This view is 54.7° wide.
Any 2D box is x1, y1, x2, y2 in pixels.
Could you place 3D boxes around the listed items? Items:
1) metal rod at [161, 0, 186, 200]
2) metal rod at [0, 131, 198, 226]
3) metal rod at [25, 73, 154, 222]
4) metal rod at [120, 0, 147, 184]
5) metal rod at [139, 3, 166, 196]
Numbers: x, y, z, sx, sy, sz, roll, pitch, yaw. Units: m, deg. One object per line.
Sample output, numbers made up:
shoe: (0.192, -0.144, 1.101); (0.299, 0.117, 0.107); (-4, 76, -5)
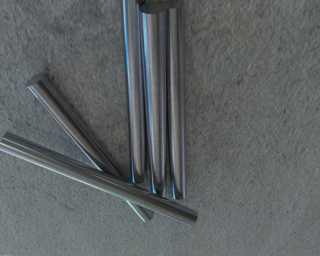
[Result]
metal rod: (0.021, -0.008, 0.400); (0.025, 0.025, 0.298); (-3, 130, 2)
metal rod: (-0.071, 0.079, 0.439); (0.301, 0.025, 0.025); (28, 125, -22)
metal rod: (-0.083, 0.048, 0.446); (0.025, 0.025, 0.299); (-19, 128, 15)
metal rod: (-0.029, -0.039, 0.373); (0.025, 0.025, 0.298); (1, 130, -1)
metal rod: (-0.004, -0.004, 0.391); (0.025, 0.025, 0.298); (-1, 134, 0)
